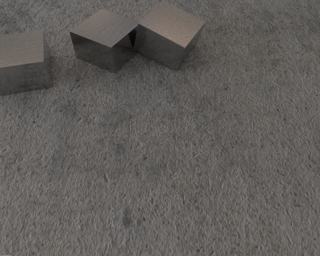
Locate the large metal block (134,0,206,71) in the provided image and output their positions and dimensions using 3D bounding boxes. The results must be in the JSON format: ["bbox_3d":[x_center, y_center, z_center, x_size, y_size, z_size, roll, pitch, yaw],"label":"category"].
[{"bbox_3d":[0.016,-0.151,0.503,0.080,0.050,0.080,30,55,6],"label":"large metal block"}]

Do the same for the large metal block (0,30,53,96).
[{"bbox_3d":[-0.211,-0.099,0.469,0.081,0.050,0.080,-11,51,-9],"label":"large metal block"}]

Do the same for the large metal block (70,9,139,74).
[{"bbox_3d":[-0.085,-0.144,0.507,0.080,0.050,0.080,25,54,20],"label":"large metal block"}]
